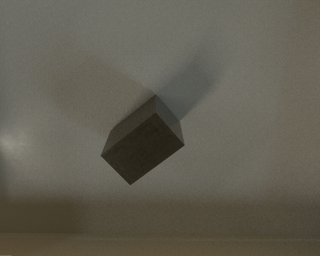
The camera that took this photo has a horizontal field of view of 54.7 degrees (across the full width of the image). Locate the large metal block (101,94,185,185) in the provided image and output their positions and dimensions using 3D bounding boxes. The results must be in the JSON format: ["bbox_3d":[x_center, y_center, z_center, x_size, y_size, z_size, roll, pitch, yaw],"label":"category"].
[{"bbox_3d":[-0.020,0.011,0.383,0.080,0.080,0.050,-38,106,12],"label":"large metal block"}]
